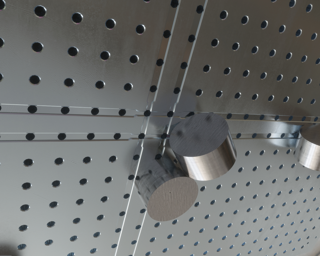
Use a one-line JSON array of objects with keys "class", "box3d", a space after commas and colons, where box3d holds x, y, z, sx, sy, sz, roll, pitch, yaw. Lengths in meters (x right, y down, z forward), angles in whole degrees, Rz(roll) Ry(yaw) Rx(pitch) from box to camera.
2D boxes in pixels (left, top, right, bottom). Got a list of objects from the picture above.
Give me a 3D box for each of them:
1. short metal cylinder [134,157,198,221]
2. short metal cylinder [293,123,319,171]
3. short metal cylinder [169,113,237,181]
[{"class": "short metal cylinder", "box3d": [0.009, 0.089, 0.455, 0.081, 0.050, 0.079, -14, 124, -21]}, {"class": "short metal cylinder", "box3d": [0.286, 0.033, 0.553, 0.081, 0.080, 0.050, -13, 124, -21]}, {"class": "short metal cylinder", "box3d": [0.059, 0.024, 0.423, 0.080, 0.080, 0.050, -33, 129, -7]}]
